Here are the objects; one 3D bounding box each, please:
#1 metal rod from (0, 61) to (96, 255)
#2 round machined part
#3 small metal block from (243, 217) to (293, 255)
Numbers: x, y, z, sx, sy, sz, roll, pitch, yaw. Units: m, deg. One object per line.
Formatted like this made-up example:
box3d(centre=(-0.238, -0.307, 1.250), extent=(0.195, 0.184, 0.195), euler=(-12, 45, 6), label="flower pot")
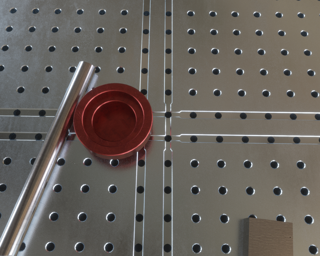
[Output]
box3d(centre=(-0.147, 0.047, 0.392), extent=(0.025, 0.025, 0.299), euler=(16, 71, 5), label="metal rod")
box3d(centre=(-0.058, -0.006, 0.404), extent=(0.099, 0.042, 0.098), euler=(0, 70, -1), label="round machined part")
box3d(centre=(0.126, 0.135, 0.364), extent=(0.050, 0.025, 0.050), euler=(7, 70, 2), label="small metal block")
